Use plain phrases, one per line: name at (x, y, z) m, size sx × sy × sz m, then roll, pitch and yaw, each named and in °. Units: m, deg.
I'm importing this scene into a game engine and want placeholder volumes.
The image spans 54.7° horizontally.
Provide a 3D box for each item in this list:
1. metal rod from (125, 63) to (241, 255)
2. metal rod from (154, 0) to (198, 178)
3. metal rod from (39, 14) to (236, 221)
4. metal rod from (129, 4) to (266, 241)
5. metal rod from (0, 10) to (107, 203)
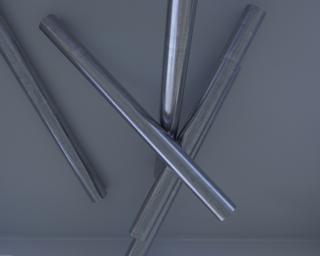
metal rod at (0.023, 0.054, 0.394) m, size 0.025 × 0.025 × 0.299 m, roll 26°, pitch 94°, yaw -9°
metal rod at (0.013, -0.036, 0.330) m, size 0.025 × 0.025 × 0.298 m, roll 3°, pitch 136°, yaw -1°
metal rod at (-0.029, -0.016, 0.350) m, size 0.300 × 0.025 × 0.025 m, roll 46°, pitch 104°, yaw 6°
metal rod at (0.041, -0.002, 0.366) m, size 0.025 × 0.025 × 0.299 m, roll 27°, pitch 94°, yaw -10°
metal rod at (-0.149, -0.028, 0.399) m, size 0.025 × 0.025 × 0.299 m, roll -23°, pitch 109°, yaw 8°
